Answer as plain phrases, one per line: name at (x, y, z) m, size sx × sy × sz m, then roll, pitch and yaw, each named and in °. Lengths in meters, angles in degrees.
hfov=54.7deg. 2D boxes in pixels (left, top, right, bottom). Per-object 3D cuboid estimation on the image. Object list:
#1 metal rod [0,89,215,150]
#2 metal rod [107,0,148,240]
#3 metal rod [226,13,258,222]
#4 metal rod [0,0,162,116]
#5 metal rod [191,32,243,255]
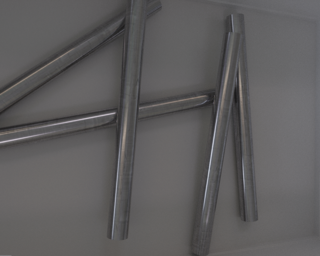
metal rod at (-0.048, -0.016, 0.392) m, size 0.302 × 0.025 × 0.025 m, roll -12°, pitch 94°, yaw -20°
metal rod at (-0.038, -0.021, 0.368) m, size 0.025 × 0.025 × 0.298 m, roll 5°, pitch 88°, yaw -20°
metal rod at (0.121, -0.014, 0.454) m, size 0.025 × 0.025 × 0.298 m, roll -5°, pitch 92°, yaw -20°
metal rod at (-0.119, -0.076, 0.366) m, size 0.301 × 0.025 × 0.025 m, roll -38°, pitch 103°, yaw -16°
metal rod at (0.076, 0.024, 0.419) m, size 0.025 × 0.025 × 0.298 m, roll 6°, pitch 95°, yaw -20°
